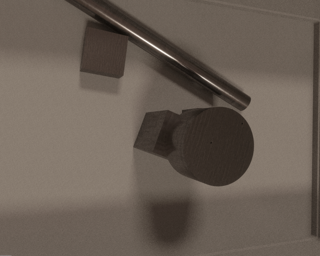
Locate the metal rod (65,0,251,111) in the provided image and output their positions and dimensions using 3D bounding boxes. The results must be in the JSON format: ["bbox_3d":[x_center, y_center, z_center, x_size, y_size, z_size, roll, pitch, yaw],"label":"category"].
[{"bbox_3d":[0.000,-0.105,0.411,0.301,0.025,0.025,29,81,-18],"label":"metal rod"}]

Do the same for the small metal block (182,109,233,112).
[{"bbox_3d":[0.063,-0.013,0.422,0.050,0.050,0.025,0,90,-21],"label":"small metal block"}]

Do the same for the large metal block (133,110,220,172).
[{"bbox_3d":[0.022,0.017,0.390,0.080,0.080,0.050,22,83,-19],"label":"large metal block"}]

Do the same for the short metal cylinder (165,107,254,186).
[{"bbox_3d":[0.052,0.018,0.332,0.081,0.050,0.079,0,90,-20],"label":"short metal cylinder"}]

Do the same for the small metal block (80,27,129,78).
[{"bbox_3d":[-0.070,-0.092,0.385,0.050,0.025,0.050,8,87,-20],"label":"small metal block"}]
